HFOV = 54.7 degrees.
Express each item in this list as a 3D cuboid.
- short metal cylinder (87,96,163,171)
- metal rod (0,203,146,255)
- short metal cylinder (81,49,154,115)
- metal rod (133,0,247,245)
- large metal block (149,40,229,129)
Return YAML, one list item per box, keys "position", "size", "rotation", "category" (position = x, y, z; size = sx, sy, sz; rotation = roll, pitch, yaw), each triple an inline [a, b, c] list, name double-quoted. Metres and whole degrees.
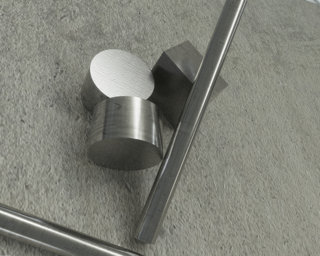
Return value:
- position: [-0.036, 0.009, 0.344]
  size: [0.081, 0.080, 0.050]
  rotation: [14, 56, -21]
  category: "short metal cylinder"
- position: [-0.030, 0.134, 0.305]
  size: [0.301, 0.025, 0.025]
  rotation: [25, 53, -13]
  category: "metal rod"
- position: [-0.054, -0.051, 0.390]
  size: [0.081, 0.050, 0.080]
  rotation: [14, 56, -21]
  category: "short metal cylinder"
- position: [0.038, -0.019, 0.351]
  size: [0.025, 0.025, 0.299]
  rotation: [25, 80, -14]
  category: "metal rod"
- position: [0.030, -0.056, 0.419]
  size: [0.050, 0.080, 0.080]
  rotation: [-35, 82, -38]
  category: "large metal block"
